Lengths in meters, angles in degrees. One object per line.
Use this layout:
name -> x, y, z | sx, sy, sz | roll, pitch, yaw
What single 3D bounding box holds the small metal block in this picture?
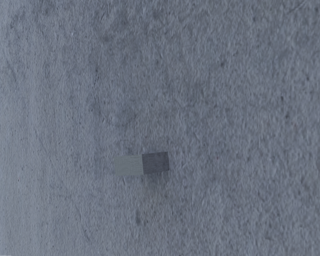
small metal block -> -0.024, 0.047, 0.406 | 0.050, 0.050, 0.025 | -9, 84, 39
